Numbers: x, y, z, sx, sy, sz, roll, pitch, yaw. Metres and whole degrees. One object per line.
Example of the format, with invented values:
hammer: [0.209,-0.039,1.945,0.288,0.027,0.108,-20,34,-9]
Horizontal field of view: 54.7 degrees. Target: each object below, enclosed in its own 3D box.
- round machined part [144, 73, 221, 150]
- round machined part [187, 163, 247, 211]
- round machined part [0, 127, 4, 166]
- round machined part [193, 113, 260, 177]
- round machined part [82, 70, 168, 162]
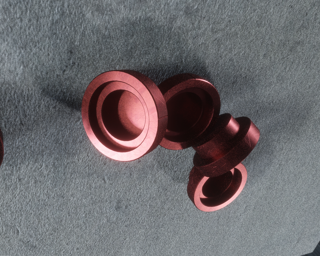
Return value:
round machined part: [0.024,-0.024,0.394,0.099,0.042,0.097,-14,124,-21]
round machined part: [0.086,0.081,0.493,0.099,0.042,0.097,-14,124,-21]
round machined part: [-0.203,0.014,0.293,0.099,0.042,0.097,-14,124,-21]
round machined part: [0.082,0.017,0.423,0.098,0.098,0.042,-43,102,1]
round machined part: [-0.035,-0.015,0.343,0.042,0.098,0.097,-23,137,-60]
